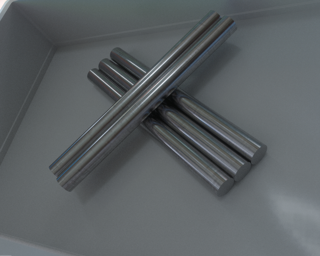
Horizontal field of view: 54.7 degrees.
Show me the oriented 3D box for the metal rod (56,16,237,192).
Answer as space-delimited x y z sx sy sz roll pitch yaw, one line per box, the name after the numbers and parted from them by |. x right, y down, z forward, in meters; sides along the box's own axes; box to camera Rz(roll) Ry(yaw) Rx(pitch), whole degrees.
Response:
-0.014 -0.033 0.400 0.300 0.025 0.025 -44 51 -3 | metal rod

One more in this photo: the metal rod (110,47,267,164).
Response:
0.017 -0.047 0.424 0.025 0.025 0.300 -46 51 -4 | metal rod

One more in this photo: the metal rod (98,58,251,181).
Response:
-0.002 -0.029 0.422 0.025 0.025 0.300 -47 51 -4 | metal rod

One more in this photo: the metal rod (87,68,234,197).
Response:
-0.020 -0.012 0.422 0.025 0.025 0.300 -47 51 -4 | metal rod

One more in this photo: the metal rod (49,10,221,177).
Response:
-0.030 -0.046 0.416 0.300 0.025 0.025 -44 51 -3 | metal rod
